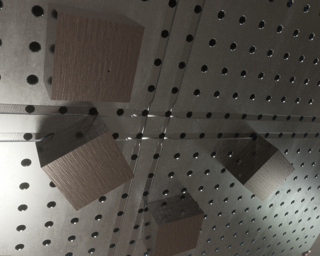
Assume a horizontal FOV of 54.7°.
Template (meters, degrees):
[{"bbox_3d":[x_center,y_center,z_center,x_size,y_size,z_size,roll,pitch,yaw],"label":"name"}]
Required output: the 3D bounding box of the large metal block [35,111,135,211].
[{"bbox_3d":[-0.088,0.039,0.372,0.080,0.050,0.080,-30,129,-10],"label":"large metal block"}]

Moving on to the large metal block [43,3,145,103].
[{"bbox_3d":[-0.069,-0.073,0.313,0.081,0.050,0.079,0,119,-29],"label":"large metal block"}]

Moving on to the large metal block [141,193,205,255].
[{"bbox_3d":[0.019,0.161,0.507,0.081,0.050,0.079,-7,122,-25],"label":"large metal block"}]

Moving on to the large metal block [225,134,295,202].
[{"bbox_3d":[0.174,0.070,0.537,0.080,0.050,0.080,-47,130,5],"label":"large metal block"}]
